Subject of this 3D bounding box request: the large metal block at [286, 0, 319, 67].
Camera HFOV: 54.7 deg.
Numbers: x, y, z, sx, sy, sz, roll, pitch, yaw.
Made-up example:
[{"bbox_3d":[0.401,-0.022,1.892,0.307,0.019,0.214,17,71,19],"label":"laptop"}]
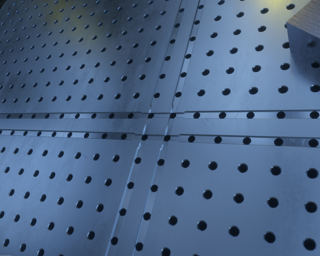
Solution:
[{"bbox_3d":[0.207,-0.114,0.353,0.080,0.050,0.080,-41,51,0],"label":"large metal block"}]
